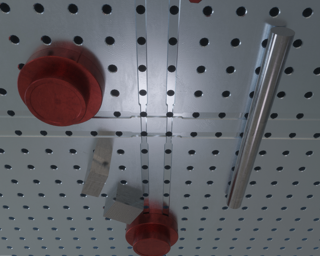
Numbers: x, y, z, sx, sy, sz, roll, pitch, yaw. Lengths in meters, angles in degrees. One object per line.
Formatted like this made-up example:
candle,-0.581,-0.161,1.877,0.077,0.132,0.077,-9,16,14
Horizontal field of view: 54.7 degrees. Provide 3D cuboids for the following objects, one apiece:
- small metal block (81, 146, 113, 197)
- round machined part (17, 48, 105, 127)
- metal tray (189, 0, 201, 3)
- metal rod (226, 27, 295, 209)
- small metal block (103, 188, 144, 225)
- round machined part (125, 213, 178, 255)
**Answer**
small metal block,-0.091,0.063,0.448,0.025,0.050,0.050,18,128,-15
round machined part,-0.117,-0.040,0.365,0.099,0.042,0.097,0,130,0
metal tray,0.053,-0.181,0.254,0.130,0.030,0.090,-33,123,24
metal rod,0.126,0.012,0.422,0.025,0.025,0.298,1,130,-1
small metal block,-0.062,0.134,0.525,0.050,0.025,0.050,24,126,-19
round machined part,-0.015,0.204,0.574,0.099,0.042,0.097,0,130,0
